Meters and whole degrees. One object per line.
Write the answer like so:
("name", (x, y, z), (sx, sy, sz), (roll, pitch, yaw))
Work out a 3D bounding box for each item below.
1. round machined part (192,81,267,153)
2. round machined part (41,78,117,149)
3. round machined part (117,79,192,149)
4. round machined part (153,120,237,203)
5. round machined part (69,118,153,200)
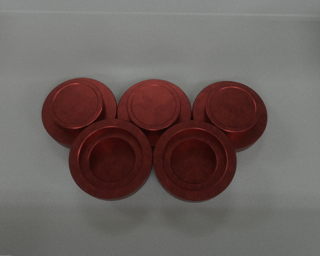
("round machined part", (0.091, -0.019, 0.405), (0.099, 0.042, 0.098), (0, 69, 0))
("round machined part", (-0.106, -0.024, 0.406), (0.099, 0.042, 0.098), (0, 69, -1))
("round machined part", (-0.008, -0.022, 0.406), (0.099, 0.042, 0.098), (0, 69, 0))
("round machined part", (0.041, 0.043, 0.383), (0.099, 0.042, 0.098), (0, 70, 0))
("round machined part", (-0.058, 0.041, 0.383), (0.099, 0.042, 0.098), (0, 70, 0))
